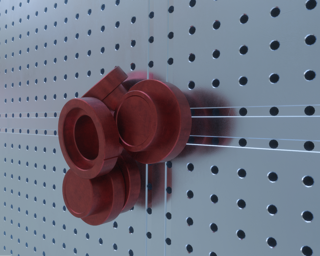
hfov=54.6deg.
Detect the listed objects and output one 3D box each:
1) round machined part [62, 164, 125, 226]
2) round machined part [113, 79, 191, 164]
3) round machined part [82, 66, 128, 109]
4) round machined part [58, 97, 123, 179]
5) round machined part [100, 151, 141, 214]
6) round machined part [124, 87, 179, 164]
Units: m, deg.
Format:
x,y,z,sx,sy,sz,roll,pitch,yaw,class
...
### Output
x,y,z,sx,sy,sz,roll,pitch,yaw,class
-0.096,0.084,0.424,0.098,0.042,0.097,0,90,40,round machined part
-0.016,-0.008,0.356,0.098,0.042,0.097,-1,89,40,round machined part
-0.081,-0.040,0.442,0.098,0.098,0.042,-34,104,35,round machined part
-0.081,0.010,0.383,0.098,0.042,0.097,10,105,41,round machined part
-0.077,0.075,0.436,0.098,0.042,0.097,0,90,40,round machined part
-0.018,-0.004,0.387,0.098,0.042,0.097,0,90,40,round machined part
